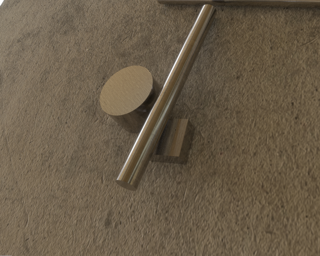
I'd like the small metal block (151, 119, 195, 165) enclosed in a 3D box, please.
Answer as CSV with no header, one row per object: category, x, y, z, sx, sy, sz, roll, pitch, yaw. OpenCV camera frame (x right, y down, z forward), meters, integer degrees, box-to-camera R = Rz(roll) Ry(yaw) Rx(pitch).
small metal block,0.012,0.016,0.388,0.050,0.025,0.050,2,63,29

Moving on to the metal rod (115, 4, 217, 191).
metal rod,0.019,-0.058,0.405,0.025,0.025,0.300,7,57,31

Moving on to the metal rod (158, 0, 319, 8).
metal rod,0.121,-0.193,0.458,0.300,0.025,0.025,17,71,34

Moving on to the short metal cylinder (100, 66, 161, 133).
short metal cylinder,-0.035,-0.039,0.431,0.080,0.050,0.080,-13,56,21
